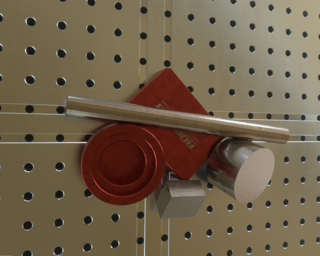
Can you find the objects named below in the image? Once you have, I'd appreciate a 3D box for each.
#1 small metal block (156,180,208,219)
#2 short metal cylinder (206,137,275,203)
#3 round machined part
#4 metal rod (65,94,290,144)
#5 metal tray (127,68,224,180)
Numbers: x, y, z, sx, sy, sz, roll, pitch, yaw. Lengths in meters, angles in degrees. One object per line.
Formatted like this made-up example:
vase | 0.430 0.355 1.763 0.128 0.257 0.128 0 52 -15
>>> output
small metal block | 0.028 0.094 0.410 0.050 0.025 0.050 3 132 -21
short metal cylinder | 0.111 0.055 0.426 0.081 0.050 0.079 -16 118 -32
round machined part | -0.047 0.041 0.382 0.099 0.042 0.097 -2 97 -15
metal rod | 0.037 -0.007 0.394 0.302 0.025 0.025 7 88 -20
metal tray | 0.018 -0.004 0.419 0.090 0.030 0.130 -45 105 -15
